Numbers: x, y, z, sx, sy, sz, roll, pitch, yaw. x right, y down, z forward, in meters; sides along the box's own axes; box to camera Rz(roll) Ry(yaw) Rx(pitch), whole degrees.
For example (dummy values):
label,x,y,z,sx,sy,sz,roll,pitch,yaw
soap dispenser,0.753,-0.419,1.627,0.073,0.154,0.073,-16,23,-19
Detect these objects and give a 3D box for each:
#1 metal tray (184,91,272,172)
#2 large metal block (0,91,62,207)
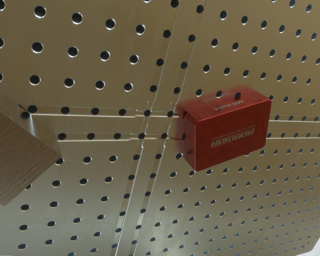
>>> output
label,x,y,z,sx,sy,sz,roll,pitch,yaw
metal tray,0.102,0.005,0.466,0.131,0.030,0.089,-17,125,-19
large metal block,-0.164,0.021,0.319,0.080,0.050,0.080,-42,130,0
